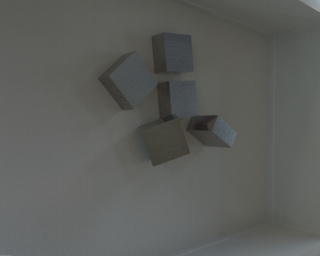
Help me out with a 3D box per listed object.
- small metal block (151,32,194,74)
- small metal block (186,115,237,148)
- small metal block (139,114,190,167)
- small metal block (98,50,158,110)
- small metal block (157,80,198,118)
[{"bbox_3d":[0.018,-0.101,0.423,0.050,0.025,0.050,-9,96,-40],"label":"small metal block"},{"bbox_3d":[0.076,0.005,0.457,0.050,0.050,0.025,38,67,-34],"label":"small metal block"},{"bbox_3d":[0.005,0.015,0.398,0.050,0.025,0.050,-20,106,-3],"label":"small metal block"},{"bbox_3d":[-0.038,-0.057,0.377,0.050,0.025,0.050,-51,120,-28],"label":"small metal block"},{"bbox_3d":[0.025,-0.039,0.430,0.050,0.025,0.050,-9,96,-40],"label":"small metal block"}]
